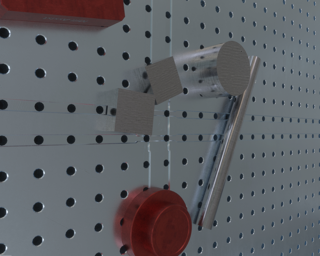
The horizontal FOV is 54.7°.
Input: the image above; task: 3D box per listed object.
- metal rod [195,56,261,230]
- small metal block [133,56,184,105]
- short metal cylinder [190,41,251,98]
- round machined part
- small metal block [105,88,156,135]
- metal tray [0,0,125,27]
[{"bbox_3d":[0.116,0.014,0.505,0.025,0.025,0.299,33,70,-35],"label":"metal rod"},{"bbox_3d":[-0.001,-0.062,0.408,0.050,0.025,0.050,-30,109,-36],"label":"small metal block"},{"bbox_3d":[0.092,-0.087,0.470,0.081,0.050,0.080,0,90,-40],"label":"short metal cylinder"},{"bbox_3d":[0.003,0.129,0.401,0.099,0.042,0.097,0,90,-40],"label":"round machined part"},{"bbox_3d":[-0.035,-0.018,0.376,0.050,0.025,0.050,7,86,-33],"label":"small metal block"},{"bbox_3d":[-0.103,-0.157,0.319,0.131,0.030,0.089,-11,97,-39],"label":"metal tray"}]
